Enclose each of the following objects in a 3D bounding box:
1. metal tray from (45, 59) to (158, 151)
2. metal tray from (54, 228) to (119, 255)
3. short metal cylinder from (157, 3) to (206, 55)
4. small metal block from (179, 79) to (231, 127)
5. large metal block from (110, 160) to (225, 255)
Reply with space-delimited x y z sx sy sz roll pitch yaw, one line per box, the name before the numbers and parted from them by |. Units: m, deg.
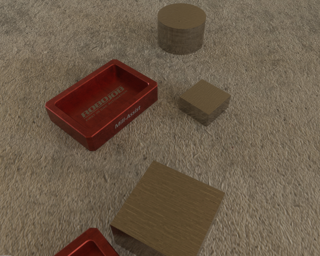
metal tray | -0.077 -0.037 0.430 0.090 0.030 0.131 33 57 24
metal tray | -0.054 0.163 0.262 0.091 0.030 0.130 -35 58 -26
short metal cylinder | 0.036 -0.170 0.530 0.081 0.050 0.080 0 50 0
small metal block | 0.062 -0.036 0.434 0.050 0.025 0.050 35 58 26
large metal block | 0.009 0.091 0.311 0.080 0.050 0.080 23 54 18
